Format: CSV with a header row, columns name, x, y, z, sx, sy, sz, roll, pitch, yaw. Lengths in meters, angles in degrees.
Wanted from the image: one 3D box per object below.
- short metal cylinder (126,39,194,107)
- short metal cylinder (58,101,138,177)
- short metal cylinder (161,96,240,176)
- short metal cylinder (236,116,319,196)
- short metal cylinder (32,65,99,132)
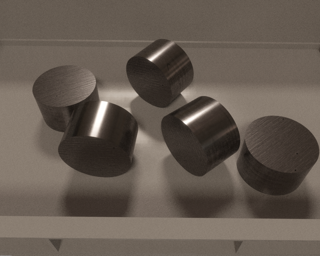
name,x,y,z,sx,sy,sz,roll,pitch,yaw
short metal cylinder,0.000,-0.076,0.434,0.080,0.080,0.050,31,57,23
short metal cylinder,-0.069,0.014,0.356,0.080,0.080,0.050,5,50,4
short metal cylinder,0.046,0.009,0.362,0.050,0.080,0.080,-31,57,-23
short metal cylinder,0.135,0.032,0.364,0.081,0.050,0.080,0,50,0
short metal cylinder,-0.124,-0.040,0.421,0.081,0.050,0.080,0,50,0
